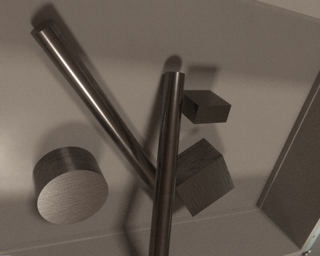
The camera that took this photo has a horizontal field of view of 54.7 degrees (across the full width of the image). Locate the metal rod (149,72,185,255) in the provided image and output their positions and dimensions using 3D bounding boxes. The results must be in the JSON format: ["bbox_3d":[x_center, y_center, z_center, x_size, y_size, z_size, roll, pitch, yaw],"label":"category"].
[{"bbox_3d":[0.005,0.081,0.384,0.025,0.025,0.298,4,91,-31],"label":"metal rod"}]

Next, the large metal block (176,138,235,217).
[{"bbox_3d":[0.059,0.076,0.474,0.080,0.050,0.080,-33,129,-7],"label":"large metal block"}]

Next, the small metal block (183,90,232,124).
[{"bbox_3d":[0.056,-0.029,0.407,0.050,0.050,0.025,-3,120,-27],"label":"small metal block"}]

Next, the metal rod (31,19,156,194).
[{"bbox_3d":[-0.051,0.005,0.384,0.025,0.025,0.299,-35,129,-5],"label":"metal rod"}]

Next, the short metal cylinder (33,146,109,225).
[{"bbox_3d":[-0.109,0.069,0.377,0.081,0.050,0.079,-14,125,-21],"label":"short metal cylinder"}]
